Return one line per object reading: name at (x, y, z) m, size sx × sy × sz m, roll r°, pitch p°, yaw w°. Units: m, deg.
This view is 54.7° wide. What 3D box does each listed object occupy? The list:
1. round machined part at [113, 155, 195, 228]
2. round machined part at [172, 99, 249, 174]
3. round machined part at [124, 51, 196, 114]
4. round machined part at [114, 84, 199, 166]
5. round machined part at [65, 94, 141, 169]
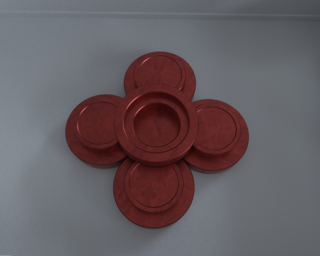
round machined part at (-0.007, 0.069, 0.373) m, size 0.099 × 0.042 × 0.098 m, roll 1°, pitch 68°, yaw -1°
round machined part at (0.065, 0.007, 0.396) m, size 0.099 × 0.042 × 0.098 m, roll 0°, pitch 70°, yaw 0°
round machined part at (0.000, -0.063, 0.420) m, size 0.099 × 0.042 × 0.098 m, roll 0°, pitch 70°, yaw 0°
round machined part at (-0.004, -0.001, 0.376) m, size 0.099 × 0.042 × 0.098 m, roll 0°, pitch 70°, yaw 0°
round machined part at (-0.073, 0.000, 0.397) m, size 0.099 × 0.042 × 0.098 m, roll 0°, pitch 70°, yaw 0°
